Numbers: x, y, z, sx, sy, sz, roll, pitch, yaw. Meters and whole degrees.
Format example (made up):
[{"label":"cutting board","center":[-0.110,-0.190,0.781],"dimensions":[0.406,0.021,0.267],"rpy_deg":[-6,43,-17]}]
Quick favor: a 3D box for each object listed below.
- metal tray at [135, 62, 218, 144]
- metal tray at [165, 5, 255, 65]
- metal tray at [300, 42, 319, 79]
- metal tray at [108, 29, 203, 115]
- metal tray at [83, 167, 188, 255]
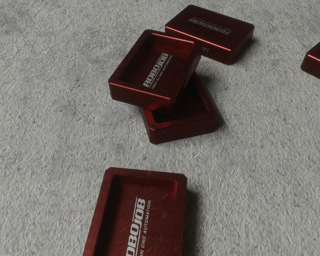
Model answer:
[{"label":"metal tray","center":[0.015,-0.044,0.436],"dimensions":[0.091,0.030,0.130],"rpy_deg":[-11,51,-10]},{"label":"metal tray","center":[0.085,-0.166,0.540],"dimensions":[0.130,0.030,0.090],"rpy_deg":[27,55,21]},{"label":"metal tray","center":[0.303,-0.116,0.498],"dimensions":[0.131,0.030,0.090],"rpy_deg":[-36,59,-27]},{"label":"metal tray","center":[-0.002,-0.082,0.429],"dimensions":[0.090,0.030,0.130],"rpy_deg":[16,52,13]},{"label":"metal tray","center":[-0.022,0.105,0.311],"dimensions":[0.091,0.030,0.130],"rpy_deg":[5,50,4]}]
